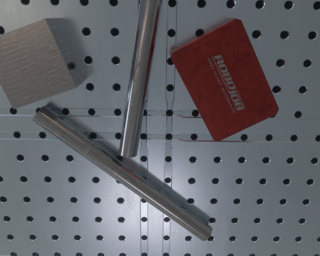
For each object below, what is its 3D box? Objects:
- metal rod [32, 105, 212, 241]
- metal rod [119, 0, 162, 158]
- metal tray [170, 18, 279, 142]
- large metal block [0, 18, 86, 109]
[{"bbox_3d":[-0.044,0.071,0.438,0.301,0.025,0.025,38,106,-13],"label":"metal rod"},{"bbox_3d":[-0.018,-0.103,0.375,0.025,0.025,0.298,9,110,-4],"label":"metal rod"},{"bbox_3d":[0.081,-0.058,0.390,0.090,0.030,0.130,-27,108,9],"label":"metal tray"},{"bbox_3d":[-0.147,-0.078,0.370,0.080,0.050,0.080,-18,109,6],"label":"large metal block"}]
